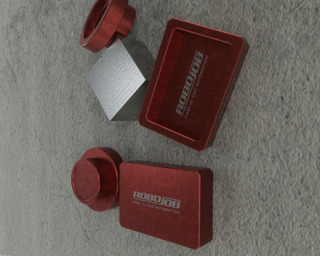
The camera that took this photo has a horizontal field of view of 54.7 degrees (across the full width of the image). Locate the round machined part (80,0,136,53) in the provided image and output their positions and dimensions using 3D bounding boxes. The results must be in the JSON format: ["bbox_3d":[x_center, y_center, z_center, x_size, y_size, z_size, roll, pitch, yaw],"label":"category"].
[{"bbox_3d":[-0.070,-0.148,0.433,0.098,0.042,0.098,-35,42,40],"label":"round machined part"}]

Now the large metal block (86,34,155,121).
[{"bbox_3d":[-0.045,-0.065,0.423,0.080,0.050,0.080,-45,65,31],"label":"large metal block"}]

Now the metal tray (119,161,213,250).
[{"bbox_3d":[0.003,0.092,0.397,0.130,0.030,0.089,1,91,39],"label":"metal tray"}]

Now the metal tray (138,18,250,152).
[{"bbox_3d":[0.035,-0.049,0.356,0.090,0.030,0.129,24,105,22],"label":"metal tray"}]

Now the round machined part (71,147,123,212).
[{"bbox_3d":[-0.098,0.079,0.472,0.098,0.042,0.097,0,90,39],"label":"round machined part"}]
